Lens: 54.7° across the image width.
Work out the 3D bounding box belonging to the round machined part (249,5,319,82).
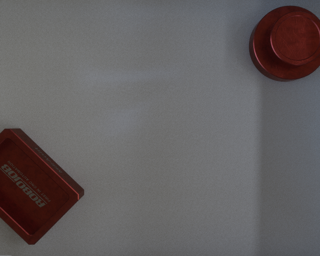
[{"bbox_3d":[0.172,-0.112,0.405,0.099,0.042,0.097,0,90,-1],"label":"round machined part"}]

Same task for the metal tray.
[{"bbox_3d":[-0.178,0.074,0.406,0.130,0.030,0.090,44,90,-1],"label":"metal tray"}]
